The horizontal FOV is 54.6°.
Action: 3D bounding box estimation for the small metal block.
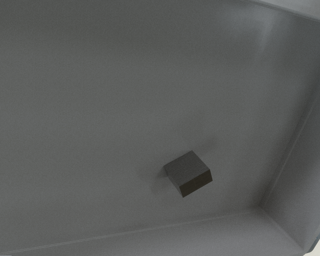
[{"bbox_3d":[0.041,0.066,0.455,0.050,0.050,0.025,-27,128,-11],"label":"small metal block"}]
